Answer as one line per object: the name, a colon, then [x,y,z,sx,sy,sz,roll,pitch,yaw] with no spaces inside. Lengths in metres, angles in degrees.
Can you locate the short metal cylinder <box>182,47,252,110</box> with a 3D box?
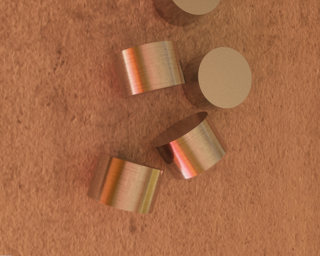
short metal cylinder: [0.077,-0.065,0.425,0.081,0.050,0.079,0,90,-21]

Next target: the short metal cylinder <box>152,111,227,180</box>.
short metal cylinder: [0.038,0.021,0.395,0.080,0.080,0.050,-35,102,-17]

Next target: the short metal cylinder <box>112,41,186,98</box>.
short metal cylinder: [-0.013,-0.070,0.376,0.081,0.080,0.050,-15,95,-20]

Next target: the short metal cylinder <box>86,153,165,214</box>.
short metal cylinder: [-0.040,0.064,0.366,0.081,0.080,0.050,18,84,-20]

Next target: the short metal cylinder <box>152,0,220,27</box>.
short metal cylinder: [0.035,-0.182,0.409,0.081,0.050,0.079,0,90,-21]
